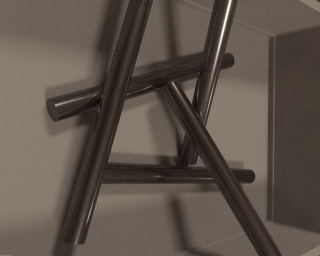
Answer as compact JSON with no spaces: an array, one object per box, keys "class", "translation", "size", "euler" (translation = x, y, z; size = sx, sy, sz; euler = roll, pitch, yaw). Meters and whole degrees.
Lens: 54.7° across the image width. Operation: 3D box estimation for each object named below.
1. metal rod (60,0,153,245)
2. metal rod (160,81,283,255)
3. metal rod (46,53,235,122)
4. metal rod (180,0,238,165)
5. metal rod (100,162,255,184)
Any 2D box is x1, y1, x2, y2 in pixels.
[{"class":"metal rod","translation":[-0.051,-0.029,0.332],"size":[0.025,0.025,0.299],"euler":[20,83,-39]},{"class":"metal rod","translation":[0.088,0.075,0.385],"size":[0.025,0.025,0.299],"euler":[-29,87,-37]},{"class":"metal rod","translation":[0.000,-0.064,0.408],"size":[0.302,0.025,0.025],"euler":[-23,105,-38]},{"class":"metal rod","translation":[0.063,-0.082,0.374],"size":[0.025,0.025,0.298],"euler":[-17,128,-39]},{"class":"metal rod","translation":[0.041,0.067,0.443],"size":[0.302,0.025,0.025],"euler":[9,85,-40]}]
